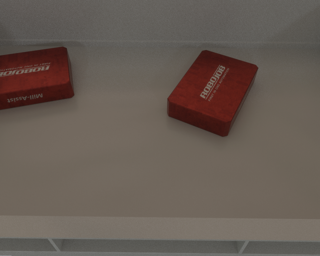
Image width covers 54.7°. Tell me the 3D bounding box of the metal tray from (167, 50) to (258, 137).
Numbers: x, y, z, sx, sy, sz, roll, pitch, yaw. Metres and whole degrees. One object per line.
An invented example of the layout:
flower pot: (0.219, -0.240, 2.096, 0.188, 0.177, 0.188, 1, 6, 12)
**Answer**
metal tray: (0.078, -0.055, 0.449, 0.090, 0.030, 0.130, 22, 53, 17)

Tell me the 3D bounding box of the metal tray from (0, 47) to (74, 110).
metal tray: (-0.201, -0.075, 0.464, 0.131, 0.030, 0.090, -11, 51, -9)
